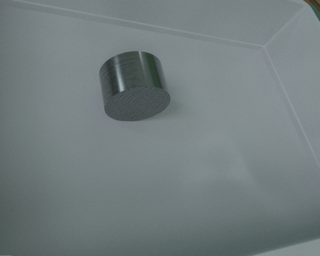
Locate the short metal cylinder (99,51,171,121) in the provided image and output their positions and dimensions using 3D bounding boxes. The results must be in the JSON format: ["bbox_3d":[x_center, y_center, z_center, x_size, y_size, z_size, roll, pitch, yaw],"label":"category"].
[{"bbox_3d":[-0.032,-0.049,0.385,0.081,0.080,0.050,1,62,-28],"label":"short metal cylinder"}]
